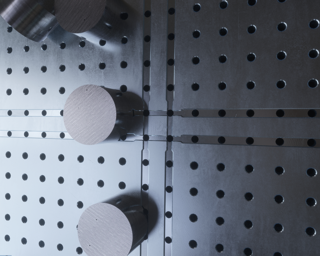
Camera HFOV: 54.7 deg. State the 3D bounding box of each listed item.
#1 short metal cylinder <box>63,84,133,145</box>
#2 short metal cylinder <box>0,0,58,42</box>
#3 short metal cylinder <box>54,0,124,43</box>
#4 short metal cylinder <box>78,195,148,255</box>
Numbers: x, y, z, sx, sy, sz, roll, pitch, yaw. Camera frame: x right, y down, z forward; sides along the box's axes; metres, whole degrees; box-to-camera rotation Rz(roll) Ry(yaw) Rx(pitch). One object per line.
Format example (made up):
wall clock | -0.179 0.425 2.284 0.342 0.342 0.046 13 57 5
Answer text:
short metal cylinder | -0.085 -0.018 0.429 0.080 0.050 0.079 0 90 20
short metal cylinder | -0.186 -0.172 0.449 0.050 0.080 0.080 -39 78 16
short metal cylinder | -0.098 -0.166 0.434 0.080 0.050 0.079 0 90 20
short metal cylinder | -0.063 0.136 0.422 0.080 0.050 0.079 0 90 20
